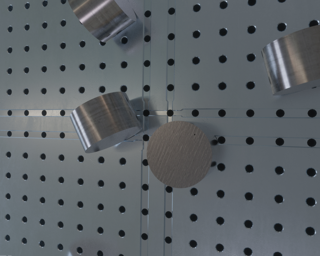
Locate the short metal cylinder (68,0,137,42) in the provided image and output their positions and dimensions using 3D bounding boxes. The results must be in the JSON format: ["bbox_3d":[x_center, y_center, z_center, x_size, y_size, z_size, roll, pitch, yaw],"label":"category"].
[{"bbox_3d":[-0.076,-0.162,0.410,0.050,0.080,0.080,-31,80,17],"label":"short metal cylinder"}]

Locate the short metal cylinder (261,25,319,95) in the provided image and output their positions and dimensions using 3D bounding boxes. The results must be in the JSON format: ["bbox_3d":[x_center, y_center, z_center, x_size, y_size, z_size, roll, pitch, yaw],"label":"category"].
[{"bbox_3d":[0.155,-0.070,0.329,0.080,0.080,0.050,-14,85,19],"label":"short metal cylinder"}]

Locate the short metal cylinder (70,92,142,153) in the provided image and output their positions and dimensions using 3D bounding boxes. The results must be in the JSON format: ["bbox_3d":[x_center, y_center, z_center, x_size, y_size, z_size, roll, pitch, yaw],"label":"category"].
[{"bbox_3d":[-0.070,-0.006,0.408,0.080,0.080,0.050,-28,81,18],"label":"short metal cylinder"}]

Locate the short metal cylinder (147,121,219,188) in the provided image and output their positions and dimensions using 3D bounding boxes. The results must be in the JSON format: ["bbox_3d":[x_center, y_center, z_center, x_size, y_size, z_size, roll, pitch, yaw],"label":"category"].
[{"bbox_3d":[0.030,0.031,0.389,0.080,0.050,0.079,0,90,20],"label":"short metal cylinder"}]
